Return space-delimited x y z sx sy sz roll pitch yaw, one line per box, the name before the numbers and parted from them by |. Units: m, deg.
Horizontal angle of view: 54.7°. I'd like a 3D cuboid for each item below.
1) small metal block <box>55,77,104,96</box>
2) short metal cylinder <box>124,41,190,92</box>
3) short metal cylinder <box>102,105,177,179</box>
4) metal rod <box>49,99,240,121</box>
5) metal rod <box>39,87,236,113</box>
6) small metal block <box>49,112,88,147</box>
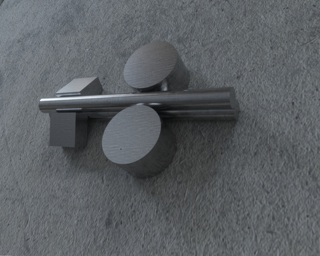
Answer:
small metal block | -0.128 -0.058 0.497 0.050 0.025 0.050 0 35 28
short metal cylinder | -0.004 -0.075 0.437 0.080 0.050 0.080 -13 56 21
short metal cylinder | -0.025 0.018 0.391 0.080 0.050 0.080 -13 56 21
metal rod | -0.040 -0.023 0.441 0.300 0.025 0.025 0 62 28
metal rod | -0.050 -0.035 0.421 0.300 0.025 0.025 0 62 28
small metal block | -0.137 0.003 0.463 0.050 0.025 0.050 1 89 28
